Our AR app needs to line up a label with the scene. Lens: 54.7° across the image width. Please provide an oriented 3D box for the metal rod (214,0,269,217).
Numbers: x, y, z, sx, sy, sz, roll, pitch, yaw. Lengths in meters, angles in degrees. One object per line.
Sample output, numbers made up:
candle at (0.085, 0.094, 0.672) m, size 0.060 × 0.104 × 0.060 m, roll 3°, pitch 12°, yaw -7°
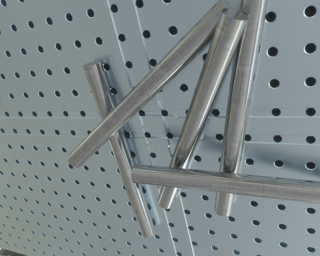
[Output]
metal rod at (0.089, -0.012, 0.356) m, size 0.025 × 0.025 × 0.298 m, roll 13°, pitch 124°, yaw 20°

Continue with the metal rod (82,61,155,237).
metal rod at (-0.054, 0.047, 0.466) m, size 0.025 × 0.025 × 0.298 m, roll -1°, pitch 118°, yaw 28°

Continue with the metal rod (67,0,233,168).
metal rod at (-0.029, -0.035, 0.381) m, size 0.025 × 0.025 × 0.299 m, roll 47°, pitch 122°, yaw -5°

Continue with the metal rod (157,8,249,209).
metal rod at (0.038, 0.005, 0.378) m, size 0.025 × 0.025 × 0.298 m, roll 26°, pitch 132°, yaw 12°

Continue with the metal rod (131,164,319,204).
metal rod at (0.111, 0.068, 0.366) m, size 0.301 × 0.025 × 0.025 m, roll 3°, pitch 120°, yaw 16°
